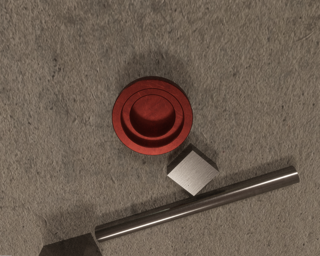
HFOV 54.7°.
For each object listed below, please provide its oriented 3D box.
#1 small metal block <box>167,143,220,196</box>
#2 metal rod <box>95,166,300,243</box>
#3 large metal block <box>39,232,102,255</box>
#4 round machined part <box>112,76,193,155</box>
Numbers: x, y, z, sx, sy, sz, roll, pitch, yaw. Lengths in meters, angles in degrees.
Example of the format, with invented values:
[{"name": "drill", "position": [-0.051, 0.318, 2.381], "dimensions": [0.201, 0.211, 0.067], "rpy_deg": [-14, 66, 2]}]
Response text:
[{"name": "small metal block", "position": [0.045, 0.058, 0.432], "dimensions": [0.050, 0.025, 0.050], "rpy_deg": [40, 105, -14]}, {"name": "metal rod", "position": [0.049, 0.113, 0.452], "dimensions": [0.301, 0.025, 0.025], "rpy_deg": [-19, 109, 6]}, {"name": "large metal block", "position": [-0.138, 0.211, 0.456], "dimensions": [0.080, 0.080, 0.050], "rpy_deg": [-17, 109, 6]}, {"name": "round machined part", "position": [-0.009, -0.018, 0.394], "dimensions": [0.099, 0.042, 0.097], "rpy_deg": [0, 110, -1]}]
